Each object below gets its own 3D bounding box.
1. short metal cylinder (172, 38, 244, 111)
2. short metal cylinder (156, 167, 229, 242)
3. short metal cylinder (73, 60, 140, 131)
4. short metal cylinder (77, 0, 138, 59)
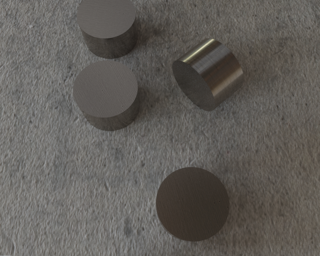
[{"bbox_3d":[0.061,-0.069,0.405,0.050,0.080,0.080,-39,75,-13],"label":"short metal cylinder"},{"bbox_3d":[0.036,0.090,0.362,0.081,0.050,0.080,0,70,0],"label":"short metal cylinder"},{"bbox_3d":[-0.068,-0.042,0.409,0.081,0.050,0.080,0,70,0],"label":"short metal cylinder"},{"bbox_3d":[-0.074,-0.148,0.448,0.081,0.050,0.080,0,70,0],"label":"short metal cylinder"}]
